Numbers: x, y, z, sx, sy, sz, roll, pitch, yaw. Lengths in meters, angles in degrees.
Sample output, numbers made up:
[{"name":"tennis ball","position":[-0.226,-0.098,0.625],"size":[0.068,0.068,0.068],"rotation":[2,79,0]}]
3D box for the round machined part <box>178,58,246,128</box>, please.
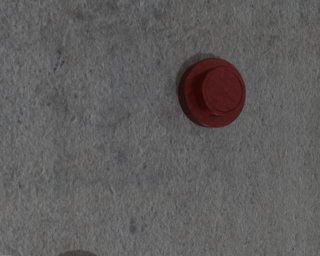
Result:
[{"name":"round machined part","position":[0.079,-0.049,0.430],"size":[0.099,0.042,0.097],"rotation":[0,90,-21]}]
